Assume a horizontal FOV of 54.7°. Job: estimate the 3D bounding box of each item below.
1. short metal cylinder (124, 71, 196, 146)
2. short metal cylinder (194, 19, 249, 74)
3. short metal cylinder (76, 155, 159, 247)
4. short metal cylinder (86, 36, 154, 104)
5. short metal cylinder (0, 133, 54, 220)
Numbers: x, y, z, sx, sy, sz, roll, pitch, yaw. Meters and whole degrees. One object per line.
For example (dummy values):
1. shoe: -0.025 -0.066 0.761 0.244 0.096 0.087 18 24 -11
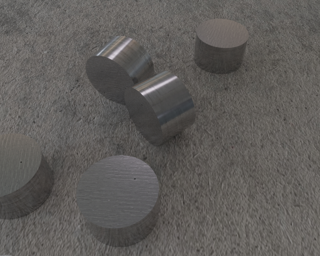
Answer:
1. short metal cylinder: -0.001 -0.025 0.388 0.050 0.080 0.080 -31 57 -23
2. short metal cylinder: 0.097 -0.132 0.498 0.080 0.050 0.080 0 50 0
3. short metal cylinder: -0.041 0.076 0.323 0.080 0.050 0.080 0 50 0
4. short metal cylinder: -0.056 -0.081 0.435 0.080 0.080 0.050 22 54 17
5. short metal cylinder: -0.165 0.053 0.342 0.080 0.050 0.080 0 50 0
